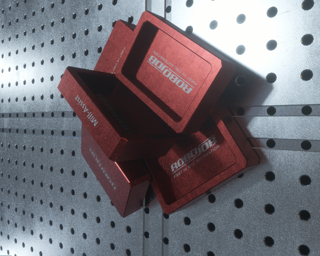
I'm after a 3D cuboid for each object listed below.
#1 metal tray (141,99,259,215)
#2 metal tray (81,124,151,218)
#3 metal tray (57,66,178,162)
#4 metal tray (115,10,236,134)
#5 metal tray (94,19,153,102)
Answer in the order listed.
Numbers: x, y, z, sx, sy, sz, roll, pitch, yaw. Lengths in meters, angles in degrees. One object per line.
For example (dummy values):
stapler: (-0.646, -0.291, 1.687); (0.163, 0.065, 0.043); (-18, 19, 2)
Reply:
metal tray: (0.039, 0.035, 0.371); (0.129, 0.030, 0.090); (-41, 66, 32)
metal tray: (-0.068, 0.049, 0.435); (0.130, 0.030, 0.089); (50, 145, 28)
metal tray: (-0.050, -0.019, 0.366); (0.130, 0.091, 0.030); (48, 119, 29)
metal tray: (0.011, -0.065, 0.356); (0.130, 0.030, 0.089); (44, 116, 31)
metal tray: (-0.053, -0.076, 0.447); (0.090, 0.030, 0.129); (46, 117, 30)
